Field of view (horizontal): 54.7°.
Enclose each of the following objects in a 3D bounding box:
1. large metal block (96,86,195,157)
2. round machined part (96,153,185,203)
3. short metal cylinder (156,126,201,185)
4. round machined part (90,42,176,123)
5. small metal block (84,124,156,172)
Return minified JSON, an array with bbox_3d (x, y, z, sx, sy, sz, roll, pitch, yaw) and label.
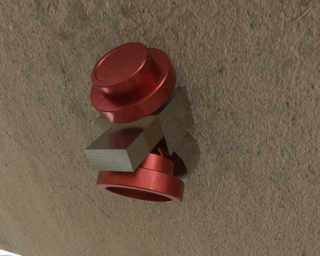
[{"bbox_3d":[-0.014,-0.009,0.372,0.080,0.080,0.050,-2,118,29],"label":"large metal block"},{"bbox_3d":[-0.020,0.056,0.356,0.099,0.042,0.098,9,159,4],"label":"round machined part"},{"bbox_3d":[0.008,0.040,0.413,0.080,0.050,0.079,13,124,20],"label":"short metal cylinder"},{"bbox_3d":[-0.035,-0.056,0.339,0.098,0.098,0.042,-2,142,29],"label":"round machined part"},{"bbox_3d":[-0.040,0.020,0.319,0.050,0.050,0.025,-2,117,29],"label":"small metal block"}]
